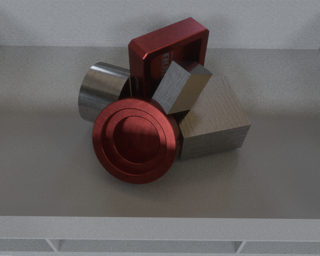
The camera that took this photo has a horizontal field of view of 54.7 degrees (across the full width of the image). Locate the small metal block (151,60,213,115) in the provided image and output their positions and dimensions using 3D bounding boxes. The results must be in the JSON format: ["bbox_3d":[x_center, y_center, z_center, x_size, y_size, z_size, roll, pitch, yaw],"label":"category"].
[{"bbox_3d":[0.024,-0.045,0.336,0.025,0.050,0.050,42,29,21],"label":"small metal block"}]

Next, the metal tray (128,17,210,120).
[{"bbox_3d":[0.010,-0.062,0.387,0.091,0.129,0.030,-28,57,-22],"label":"metal tray"}]

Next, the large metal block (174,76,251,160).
[{"bbox_3d":[0.055,-0.014,0.389,0.081,0.050,0.080,-11,56,-10],"label":"large metal block"}]

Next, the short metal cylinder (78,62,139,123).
[{"bbox_3d":[-0.061,-0.040,0.400,0.050,0.080,0.080,18,52,14],"label":"short metal cylinder"}]

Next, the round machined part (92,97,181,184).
[{"bbox_3d":[-0.024,0.012,0.358,0.098,0.097,0.042,16,16,12],"label":"round machined part"}]
